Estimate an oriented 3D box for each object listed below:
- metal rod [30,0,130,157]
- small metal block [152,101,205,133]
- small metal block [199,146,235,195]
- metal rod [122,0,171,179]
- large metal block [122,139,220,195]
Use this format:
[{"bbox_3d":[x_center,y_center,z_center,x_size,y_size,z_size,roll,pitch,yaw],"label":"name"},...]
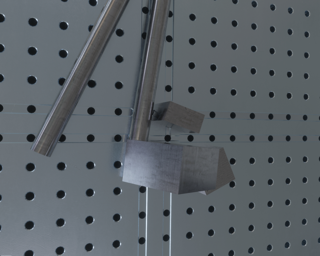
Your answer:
[{"bbox_3d":[-0.078,-0.106,0.383,0.025,0.025,0.299,27,81,-18],"label":"metal rod"},{"bbox_3d":[0.023,-0.013,0.408,0.050,0.050,0.025,20,84,-19],"label":"small metal block"},{"bbox_3d":[0.072,0.060,0.440,0.050,0.025,0.050,-25,98,-18],"label":"small metal block"},{"bbox_3d":[-0.013,-0.080,0.407,0.025,0.025,0.298,10,87,-20],"label":"metal rod"},{"bbox_3d":[0.014,0.044,0.373,0.080,0.080,0.050,8,87,-52],"label":"large metal block"}]
